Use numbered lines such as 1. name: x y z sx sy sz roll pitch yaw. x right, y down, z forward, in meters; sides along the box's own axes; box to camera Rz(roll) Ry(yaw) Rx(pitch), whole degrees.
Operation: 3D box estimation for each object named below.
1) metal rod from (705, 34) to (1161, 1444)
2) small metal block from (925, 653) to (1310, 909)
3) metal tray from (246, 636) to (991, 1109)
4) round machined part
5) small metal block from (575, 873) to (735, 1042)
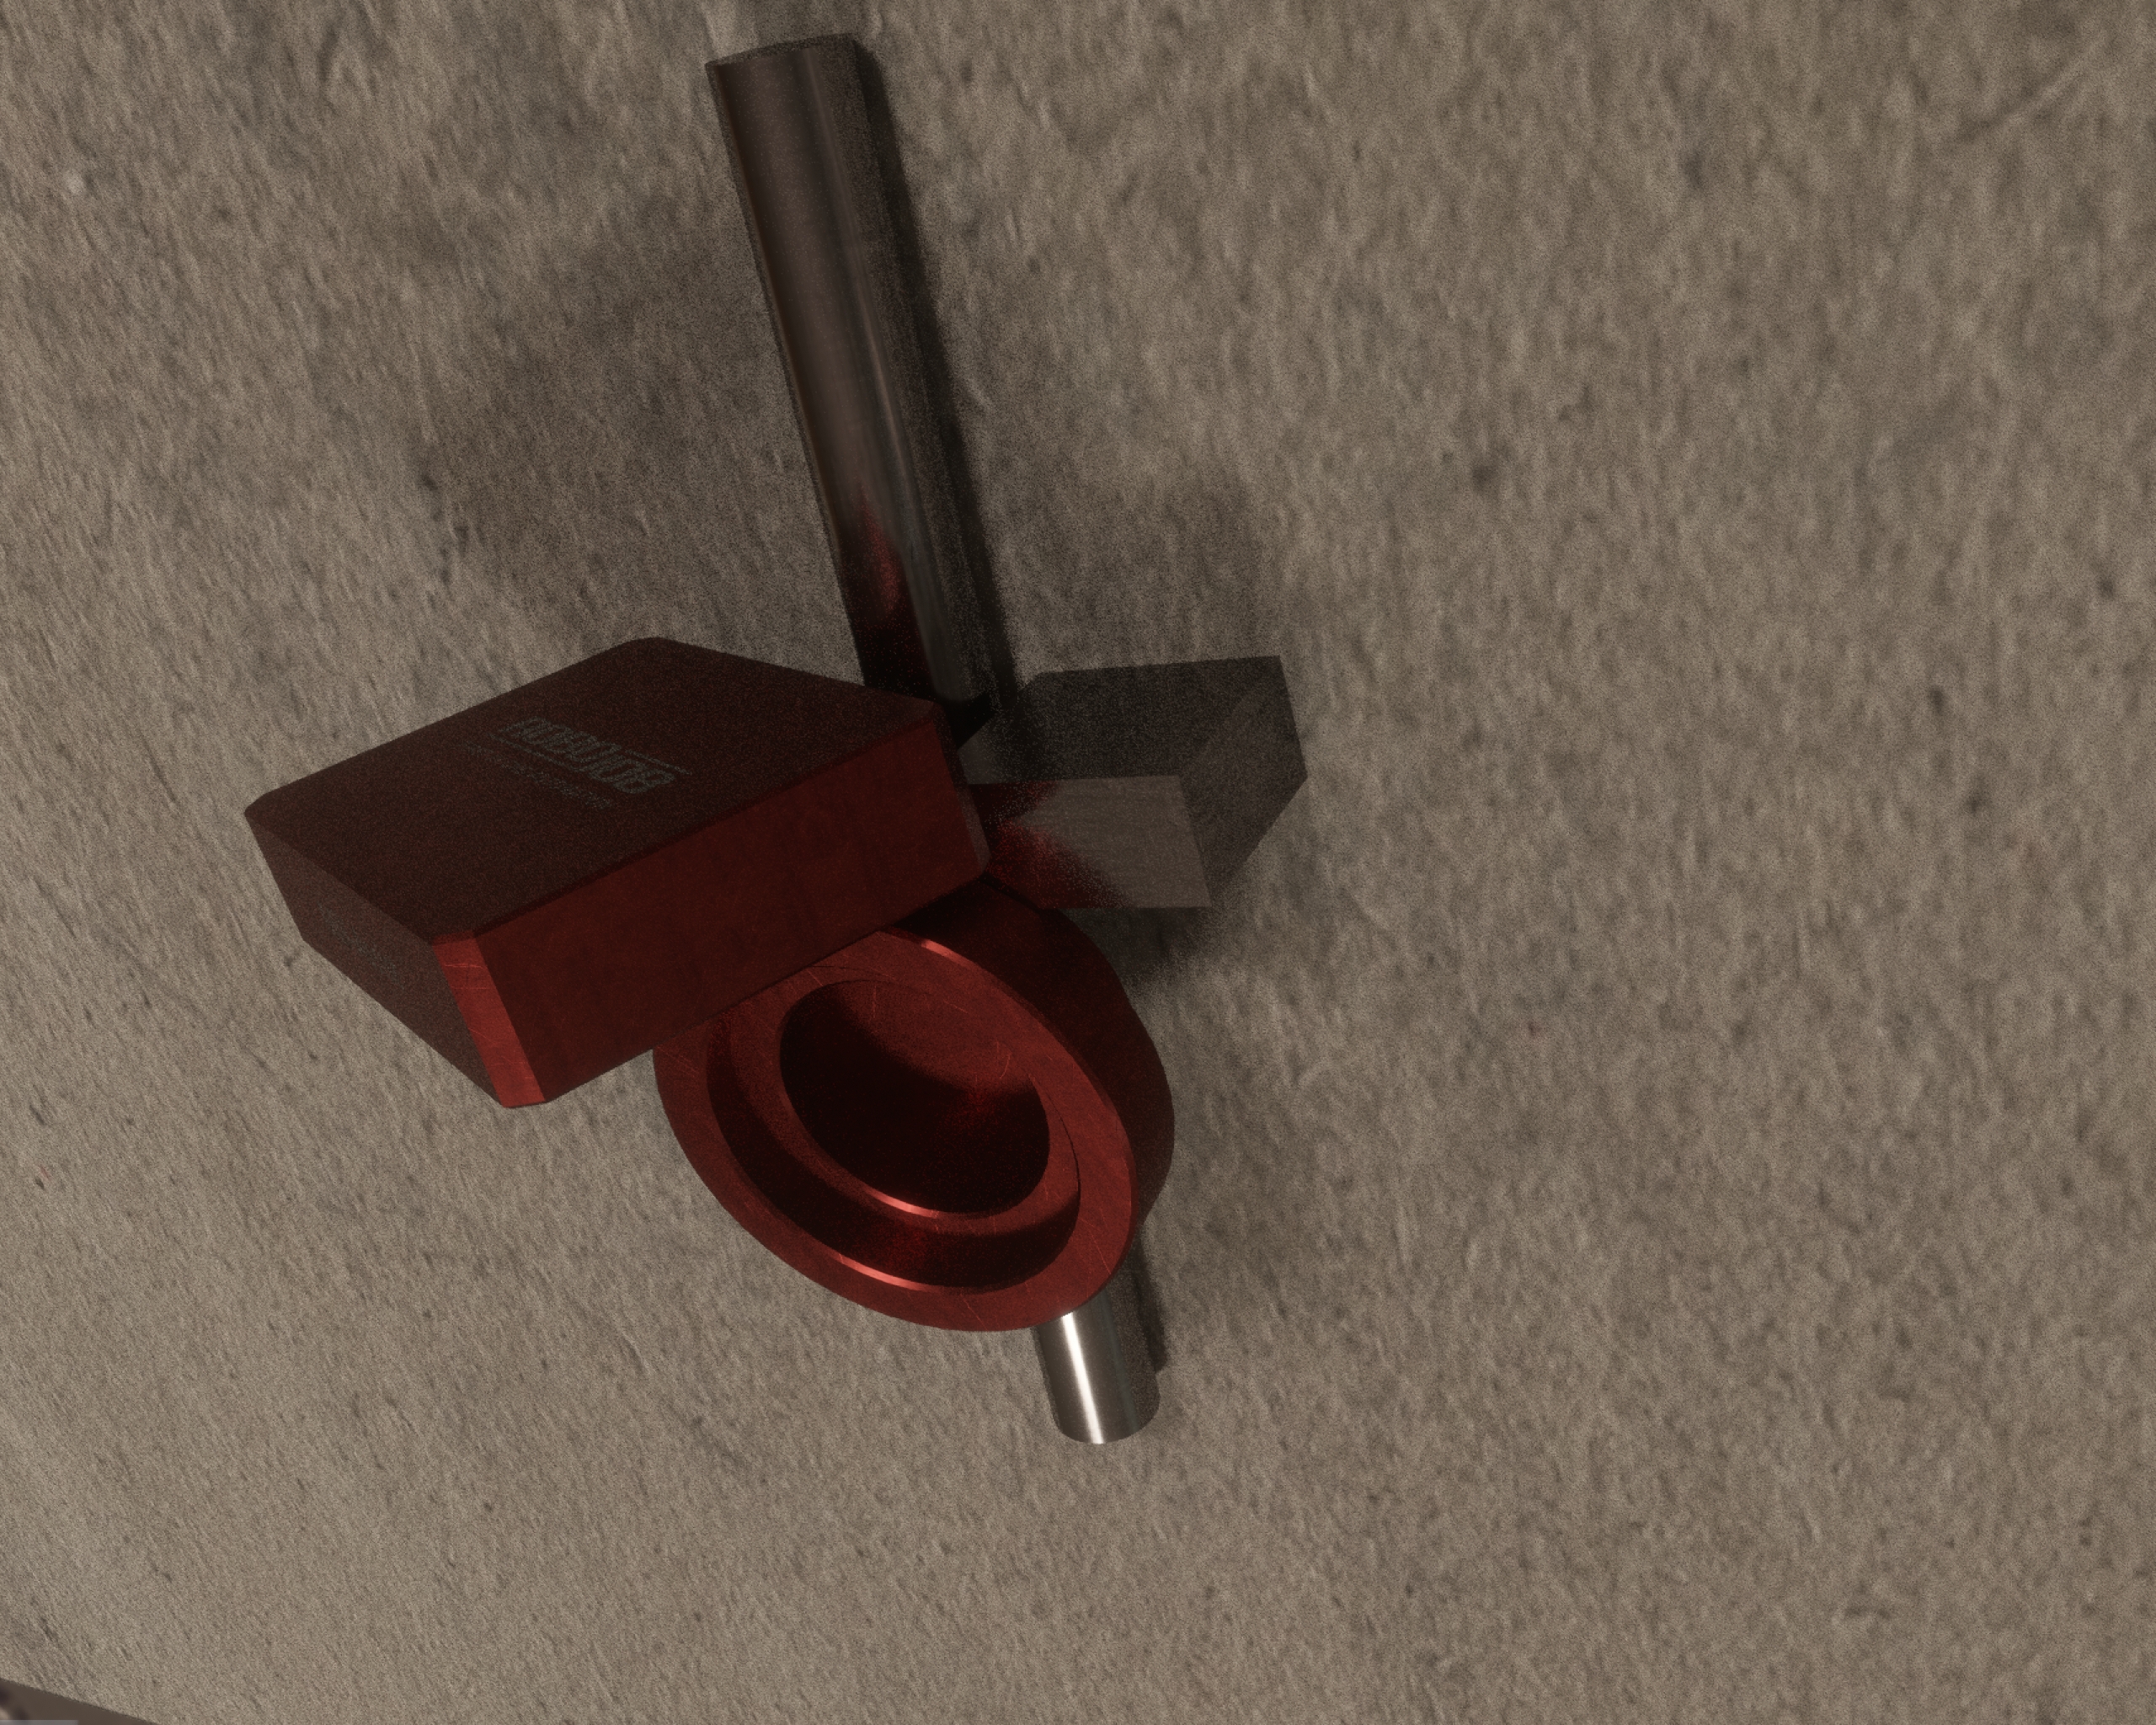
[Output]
1. metal rod: -0.022 -0.006 0.415 0.025 0.025 0.298 2 120 27
2. small metal block: 0.008 -0.015 0.378 0.050 0.050 0.025 -1 118 28
3. metal tray: -0.088 -0.005 0.377 0.130 0.091 0.030 18 130 54
4. round machined part: -0.027 0.039 0.399 0.098 0.042 0.097 12 127 18
5. small metal block: -0.075 0.011 0.437 0.050 0.050 0.025 -20 108 35
